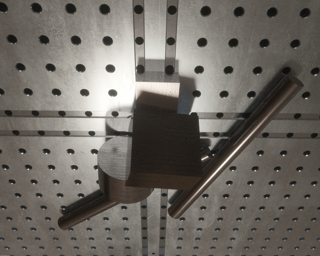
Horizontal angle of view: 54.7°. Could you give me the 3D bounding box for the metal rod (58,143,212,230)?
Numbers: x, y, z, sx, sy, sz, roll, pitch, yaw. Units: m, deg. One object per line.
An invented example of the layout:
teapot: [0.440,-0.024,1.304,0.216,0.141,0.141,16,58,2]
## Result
metal rod: [-0.052,0.102,0.497,0.300,0.025,0.025,-30,124,22]

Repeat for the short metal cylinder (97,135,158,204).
short metal cylinder: [-0.043,0.055,0.421,0.081,0.080,0.050,4,132,-4]

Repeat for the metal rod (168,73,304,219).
metal rod: [0.092,0.045,0.451,0.025,0.025,0.298,21,127,-17]

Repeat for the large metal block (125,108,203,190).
large metal block: [0.003,0.027,0.376,0.081,0.080,0.050,6,150,-11]

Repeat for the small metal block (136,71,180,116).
small metal block: [-0.004,-0.041,0.377,0.050,0.025,0.050,1,130,-2]
